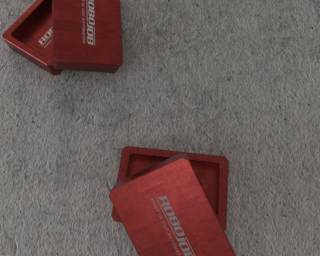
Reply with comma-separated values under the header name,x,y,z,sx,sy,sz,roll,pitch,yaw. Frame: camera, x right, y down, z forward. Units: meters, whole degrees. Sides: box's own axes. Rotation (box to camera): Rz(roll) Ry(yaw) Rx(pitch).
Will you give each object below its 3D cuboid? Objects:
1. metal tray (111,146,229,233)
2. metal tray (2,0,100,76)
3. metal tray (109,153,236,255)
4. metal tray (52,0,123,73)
name,x,y,z,sx,sy,sz,roll,pitch,yaw
metal tray,0.014,0.075,0.377,0.131,0.030,0.090,6,70,2
metal tray,-0.151,-0.152,0.459,0.090,0.030,0.130,32,73,11
metal tray,0.015,0.103,0.332,0.090,0.030,0.129,-26,93,4
metal tray,-0.102,-0.145,0.431,0.091,0.030,0.129,0,79,-21
